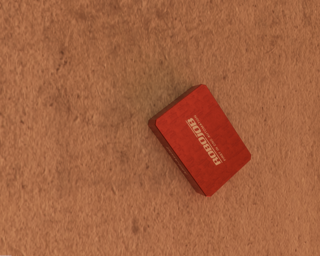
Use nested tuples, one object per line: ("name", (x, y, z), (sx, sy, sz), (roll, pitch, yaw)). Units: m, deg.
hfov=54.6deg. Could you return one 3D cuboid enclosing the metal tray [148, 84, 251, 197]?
("metal tray", (0.057, 0.017, 0.427), (0.090, 0.030, 0.130), (-39, 103, -16))
